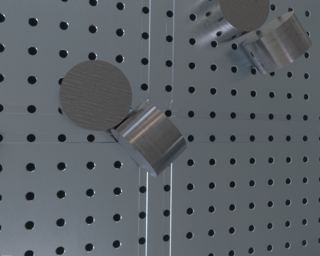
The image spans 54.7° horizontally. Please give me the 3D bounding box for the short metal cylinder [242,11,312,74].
[{"bbox_3d":[0.166,-0.121,0.444,0.080,0.080,0.050,-41,103,-15],"label":"short metal cylinder"}]

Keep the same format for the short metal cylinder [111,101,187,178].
[{"bbox_3d":[-0.014,0.014,0.378,0.050,0.080,0.080,-43,104,-15],"label":"short metal cylinder"}]

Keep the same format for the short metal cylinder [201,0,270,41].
[{"bbox_3d":[0.105,-0.169,0.438,0.081,0.050,0.079,0,90,-20],"label":"short metal cylinder"}]

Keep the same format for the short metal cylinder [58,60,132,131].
[{"bbox_3d":[-0.079,-0.037,0.370,0.081,0.050,0.079,0,90,-20],"label":"short metal cylinder"}]
